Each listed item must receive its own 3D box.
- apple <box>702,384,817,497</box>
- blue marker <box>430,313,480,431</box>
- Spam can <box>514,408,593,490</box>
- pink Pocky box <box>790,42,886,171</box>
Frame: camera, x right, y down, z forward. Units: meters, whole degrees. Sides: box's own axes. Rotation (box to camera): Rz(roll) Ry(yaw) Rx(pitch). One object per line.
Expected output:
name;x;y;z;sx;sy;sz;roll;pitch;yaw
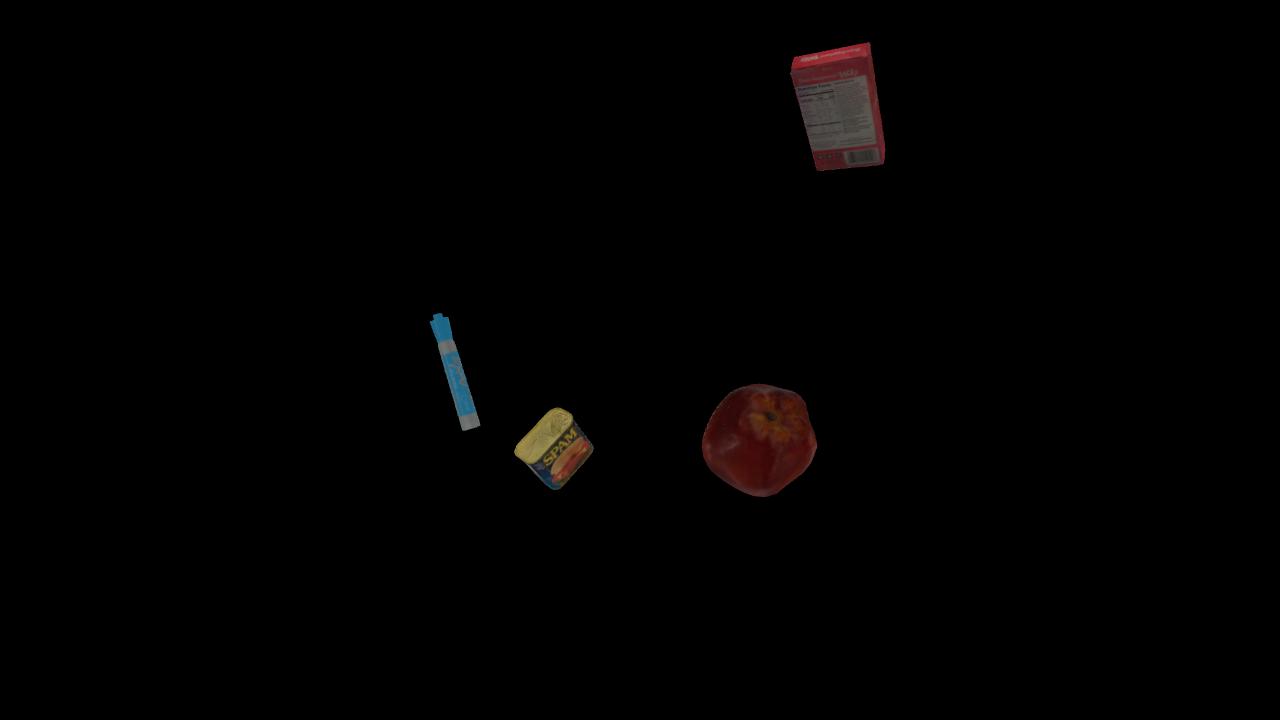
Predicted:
apple;0.082;0.054;0.427;0.079;0.079;0.093;0;-20;-1
blue marker;-0.188;0.012;0.624;0.020;0.121;0.020;-16;2;1
Spam can;-0.131;0.140;0.962;0.058;0.101;0.085;25;-26;42
pink Pocky box;0.237;-0.292;0.726;0.084;0.029;0.155;3;-28;31
